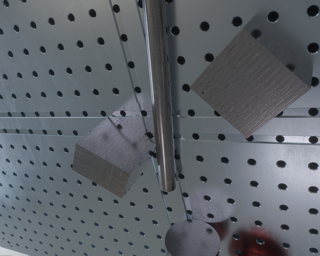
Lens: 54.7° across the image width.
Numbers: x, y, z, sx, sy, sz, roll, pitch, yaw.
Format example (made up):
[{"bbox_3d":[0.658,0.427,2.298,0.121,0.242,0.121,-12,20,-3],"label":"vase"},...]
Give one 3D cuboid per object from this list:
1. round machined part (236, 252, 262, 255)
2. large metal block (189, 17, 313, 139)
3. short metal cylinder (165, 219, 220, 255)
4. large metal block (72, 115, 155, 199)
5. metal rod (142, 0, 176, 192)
[{"bbox_3d":[0.140,0.229,0.468,0.098,0.042,0.097,13,124,21],"label":"round machined part"},{"bbox_3d":[0.092,-0.050,0.316,0.080,0.050,0.080,42,129,-1],"label":"large metal block"},{"bbox_3d":[0.048,0.185,0.465,0.080,0.080,0.050,12,123,22],"label":"short metal cylinder"},{"bbox_3d":[-0.062,0.037,0.431,0.080,0.080,0.050,28,128,10],"label":"large metal block"},{"bbox_3d":[0.001,-0.043,0.384,0.025,0.025,0.298,9,123,23],"label":"metal rod"}]
